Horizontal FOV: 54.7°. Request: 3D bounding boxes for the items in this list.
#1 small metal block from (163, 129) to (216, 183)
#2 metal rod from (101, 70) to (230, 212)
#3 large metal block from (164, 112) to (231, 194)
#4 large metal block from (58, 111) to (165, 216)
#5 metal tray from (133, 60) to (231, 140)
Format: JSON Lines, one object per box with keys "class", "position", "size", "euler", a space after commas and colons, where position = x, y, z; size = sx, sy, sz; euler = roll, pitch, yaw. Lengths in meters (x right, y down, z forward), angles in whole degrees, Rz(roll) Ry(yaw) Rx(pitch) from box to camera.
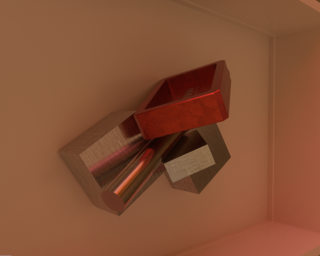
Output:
{"class": "small metal block", "position": [0.029, 0.030, 0.351], "size": [0.050, 0.050, 0.025], "euler": [-24, 109, 1]}
{"class": "metal rod", "position": [0.029, -0.011, 0.383], "size": [0.301, 0.025, 0.025], "euler": [-47, 119, -47]}
{"class": "large metal block", "position": [0.043, 0.031, 0.427], "size": [0.080, 0.050, 0.080], "euler": [-41, 115, -32]}
{"class": "large metal block", "position": [-0.049, 0.036, 0.346], "size": [0.080, 0.050, 0.080], "euler": [-41, 115, -32]}
{"class": "metal tray", "position": [0.032, -0.037, 0.356], "size": [0.130, 0.090, 0.030], "euler": [-62, 134, -62]}
